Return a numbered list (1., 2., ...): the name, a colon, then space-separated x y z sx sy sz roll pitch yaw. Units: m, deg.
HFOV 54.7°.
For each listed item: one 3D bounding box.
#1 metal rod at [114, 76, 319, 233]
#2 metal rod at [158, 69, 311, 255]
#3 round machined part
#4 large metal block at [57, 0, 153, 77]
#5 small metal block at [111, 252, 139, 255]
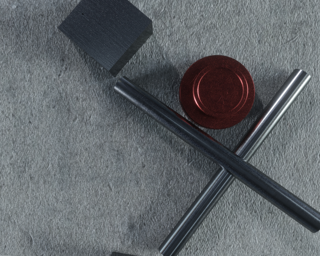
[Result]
1. metal rod: 0.068 0.028 0.389 0.300 0.025 0.025 36 90 8
2. metal rod: 0.099 0.048 0.411 0.025 0.025 0.300 37 90 -1
3. round machined part: 0.075 -0.047 0.402 0.099 0.042 0.097 0 90 -1
4. large metal block: -0.066 -0.125 0.397 0.080 0.050 0.080 41 90 -1
5. small metal block: -0.042 0.185 0.397 0.050 0.050 0.025 10 90 -1
